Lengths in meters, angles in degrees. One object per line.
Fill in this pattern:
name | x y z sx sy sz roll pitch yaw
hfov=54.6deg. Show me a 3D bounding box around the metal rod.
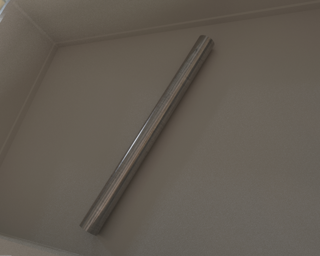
metal rod | -0.010 -0.001 0.409 0.025 0.025 0.300 22 73 36
